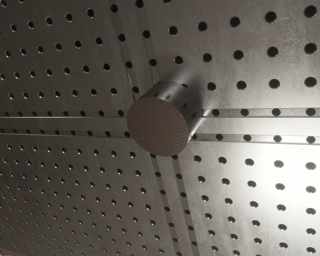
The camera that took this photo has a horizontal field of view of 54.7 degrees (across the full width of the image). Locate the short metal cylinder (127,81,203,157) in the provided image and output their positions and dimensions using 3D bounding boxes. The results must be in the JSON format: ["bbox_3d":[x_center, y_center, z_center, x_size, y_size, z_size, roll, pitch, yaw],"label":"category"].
[{"bbox_3d":[0.006,-0.012,0.383,0.080,0.050,0.079,13,124,20],"label":"short metal cylinder"}]
